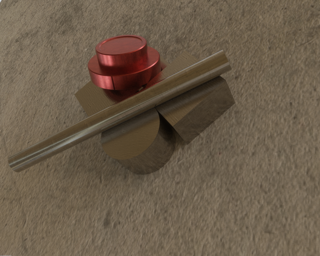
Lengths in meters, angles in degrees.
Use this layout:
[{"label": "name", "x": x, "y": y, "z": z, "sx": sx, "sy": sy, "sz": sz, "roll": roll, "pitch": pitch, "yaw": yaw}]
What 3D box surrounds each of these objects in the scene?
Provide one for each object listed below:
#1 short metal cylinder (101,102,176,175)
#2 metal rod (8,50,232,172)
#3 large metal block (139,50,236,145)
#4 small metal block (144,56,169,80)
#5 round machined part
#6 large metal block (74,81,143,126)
[{"label": "short metal cylinder", "x": -0.027, "y": 0.013, "z": 0.393, "sx": 0.080, "sy": 0.050, "sz": 0.080, "roll": -13, "pitch": 56, "yaw": 20}, {"label": "metal rod", "x": -0.058, "y": -0.015, "z": 0.379, "sx": 0.301, "sy": 0.025, "sz": 0.025, "roll": -25, "pitch": 53, "yaw": 12}, {"label": "large metal block", "x": 0.034, "y": -0.040, "z": 0.395, "sx": 0.080, "sy": 0.050, "sz": 0.080, "roll": -41, "pitch": 51, "yaw": 0}, {"label": "small metal block", "x": -0.001, "y": -0.068, "z": 0.445, "sx": 0.050, "sy": 0.025, "sz": 0.050, "roll": -40, "pitch": 51, "yaw": 0}, {"label": "round machined part", "x": -0.049, "y": -0.094, "z": 0.420, "sx": 0.099, "sy": 0.042, "sz": 0.098, "roll": -4, "pitch": 37, "yaw": 3}, {"label": "large metal block", "x": -0.063, "y": -0.039, "z": 0.443, "sx": 0.080, "sy": 0.050, "sz": 0.080, "roll": -41, "pitch": 51, "yaw": 0}]
